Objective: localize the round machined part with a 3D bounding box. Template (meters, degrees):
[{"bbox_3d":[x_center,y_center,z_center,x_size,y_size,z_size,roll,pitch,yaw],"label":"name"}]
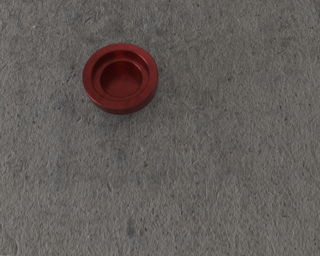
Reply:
[{"bbox_3d":[-0.051,-0.062,0.422,0.099,0.042,0.098,0,70,0],"label":"round machined part"}]
